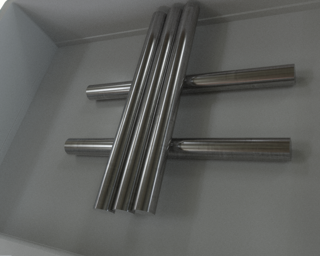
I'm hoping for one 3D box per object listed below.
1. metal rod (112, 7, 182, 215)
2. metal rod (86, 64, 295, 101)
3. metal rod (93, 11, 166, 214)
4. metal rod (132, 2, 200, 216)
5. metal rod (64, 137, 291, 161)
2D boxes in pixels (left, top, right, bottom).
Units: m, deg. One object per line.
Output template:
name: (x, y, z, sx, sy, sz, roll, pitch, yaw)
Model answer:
metal rod: (-0.008, -0.040, 0.400, 0.025, 0.025, 0.300, -1, 61, 28)
metal rod: (0.023, -0.060, 0.429, 0.300, 0.025, 0.025, -1, 61, 27)
metal rod: (-0.031, -0.038, 0.411, 0.025, 0.025, 0.300, -1, 61, 28)
metal rod: (0.014, -0.042, 0.389, 0.025, 0.025, 0.300, -1, 61, 28)
metal rod: (0.002, 0.025, 0.389, 0.300, 0.025, 0.025, -1, 61, 27)
